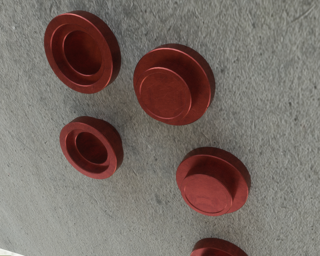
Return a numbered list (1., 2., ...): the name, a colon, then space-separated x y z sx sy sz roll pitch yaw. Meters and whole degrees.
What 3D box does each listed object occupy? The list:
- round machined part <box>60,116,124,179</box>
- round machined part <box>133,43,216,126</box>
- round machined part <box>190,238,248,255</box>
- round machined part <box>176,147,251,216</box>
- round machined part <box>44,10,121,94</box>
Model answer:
1. round machined part: -0.096 0.025 0.462 0.098 0.042 0.097 13 124 21
2. round machined part: 0.011 -0.045 0.362 0.098 0.042 0.097 13 124 21
3. round machined part: 0.092 0.224 0.486 0.098 0.042 0.097 13 124 21
4. round machined part: 0.066 0.077 0.409 0.098 0.042 0.097 13 124 21
5. round machined part: -0.090 -0.095 0.385 0.098 0.042 0.097 13 124 21
